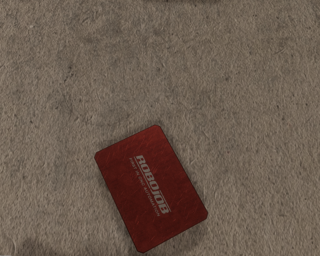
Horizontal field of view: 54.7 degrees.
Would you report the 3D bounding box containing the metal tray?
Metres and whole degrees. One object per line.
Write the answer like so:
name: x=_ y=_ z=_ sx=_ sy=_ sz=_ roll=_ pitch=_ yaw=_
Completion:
metal tray: x=-0.012 y=0.071 z=0.379 sx=0.091 sy=0.030 sz=0.130 roll=-26 pitch=72 yaw=-10
